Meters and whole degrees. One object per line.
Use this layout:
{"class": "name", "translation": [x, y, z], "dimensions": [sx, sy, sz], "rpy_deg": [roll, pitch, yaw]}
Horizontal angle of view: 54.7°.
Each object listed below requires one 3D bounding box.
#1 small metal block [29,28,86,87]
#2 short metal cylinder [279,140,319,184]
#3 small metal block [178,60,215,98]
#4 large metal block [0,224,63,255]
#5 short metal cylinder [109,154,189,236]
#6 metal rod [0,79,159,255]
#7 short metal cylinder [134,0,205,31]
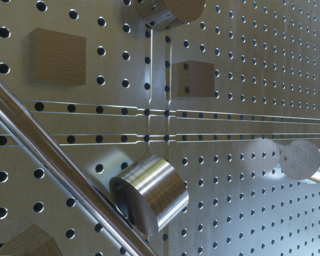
{"class": "small metal block", "translation": [-0.106, -0.071, 0.320], "dimensions": [0.050, 0.025, 0.050], "rpy_deg": [0, 90, -40]}
{"class": "short metal cylinder", "translation": [0.288, 0.068, 0.614], "dimensions": [0.050, 0.080, 0.080], "rpy_deg": [19, 78, -39]}
{"class": "small metal block", "translation": [0.054, -0.070, 0.454], "dimensions": [0.050, 0.025, 0.050], "rpy_deg": [-3, 92, -40]}
{"class": "large metal block", "translation": [-0.127, 0.152, 0.287], "dimensions": [0.081, 0.050, 0.080], "rpy_deg": [-32, 110, -35]}
{"class": "short metal cylinder", "translation": [-0.014, 0.077, 0.362], "dimensions": [0.050, 0.080, 0.080], "rpy_deg": [-35, 112, -35]}
{"class": "metal rod", "translation": [-0.083, 0.068, 0.339], "dimensions": [0.025, 0.025, 0.299], "rpy_deg": [-49, 119, -29]}
{"class": "short metal cylinder", "translation": [0.013, -0.172, 0.403], "dimensions": [0.081, 0.050, 0.080], "rpy_deg": [0, 90, -40]}
